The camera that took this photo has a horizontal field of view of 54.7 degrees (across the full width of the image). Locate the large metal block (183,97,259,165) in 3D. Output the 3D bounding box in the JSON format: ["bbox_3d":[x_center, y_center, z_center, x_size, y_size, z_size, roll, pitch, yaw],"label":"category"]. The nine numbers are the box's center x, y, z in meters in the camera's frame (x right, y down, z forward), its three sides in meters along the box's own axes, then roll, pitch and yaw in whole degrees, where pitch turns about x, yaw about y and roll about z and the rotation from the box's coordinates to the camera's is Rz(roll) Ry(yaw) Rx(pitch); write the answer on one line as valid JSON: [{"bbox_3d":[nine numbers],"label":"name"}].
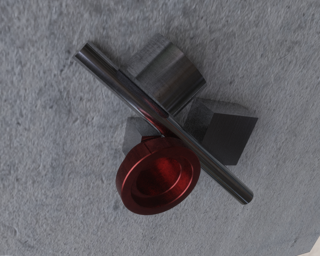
[{"bbox_3d":[0.080,0.006,0.442,0.081,0.050,0.079,4,116,-31],"label":"large metal block"}]

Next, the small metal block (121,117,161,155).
[{"bbox_3d":[-0.025,0.019,0.392,0.025,0.050,0.050,-2,120,-28],"label":"small metal block"}]

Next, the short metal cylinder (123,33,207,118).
[{"bbox_3d":[0.005,-0.057,0.342,0.050,0.080,0.080,-45,130,2],"label":"short metal cylinder"}]

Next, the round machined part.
[{"bbox_3d":[-0.005,0.051,0.364,0.099,0.042,0.097,-14,126,-20],"label":"round machined part"}]

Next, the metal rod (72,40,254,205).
[{"bbox_3d":[0.021,0.009,0.379,0.025,0.025,0.300,-47,115,4],"label":"metal rod"}]
